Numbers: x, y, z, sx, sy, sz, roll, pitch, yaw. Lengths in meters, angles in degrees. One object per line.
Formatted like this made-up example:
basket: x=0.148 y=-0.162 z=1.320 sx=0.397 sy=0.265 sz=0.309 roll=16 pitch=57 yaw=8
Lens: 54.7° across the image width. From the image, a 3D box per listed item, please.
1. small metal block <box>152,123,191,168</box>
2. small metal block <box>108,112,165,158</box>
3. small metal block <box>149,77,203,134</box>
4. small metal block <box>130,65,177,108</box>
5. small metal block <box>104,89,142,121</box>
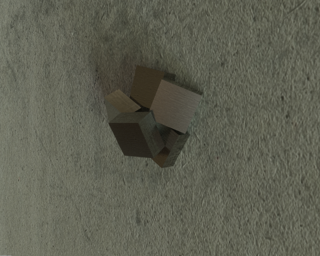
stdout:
small metal block: x=0.004 y=0.016 z=0.402 sx=0.050 sy=0.025 sz=0.050 roll=40 pitch=114 yaw=32
small metal block: x=-0.028 y=0.008 z=0.381 sx=0.050 sy=0.025 sz=0.050 roll=0 pitch=123 yaw=39
small metal block: x=0.018 y=-0.028 z=0.375 sx=0.050 sy=0.025 sz=0.050 roll=23 pitch=107 yaw=2
small metal block: x=-0.010 y=-0.053 z=0.414 sx=0.050 sy=0.025 sz=0.050 roll=22 pitch=104 yaw=37
small metal block: x=-0.050 y=-0.017 z=0.430 sx=0.050 sy=0.025 sz=0.050 roll=40 pitch=150 yaw=31
